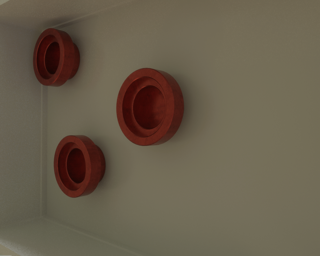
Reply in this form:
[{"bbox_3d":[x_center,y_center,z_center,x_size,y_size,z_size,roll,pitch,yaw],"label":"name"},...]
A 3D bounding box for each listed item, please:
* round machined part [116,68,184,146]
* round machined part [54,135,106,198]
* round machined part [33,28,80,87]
[{"bbox_3d":[-0.008,-0.026,0.403,0.098,0.042,0.097,0,90,40],"label":"round machined part"},{"bbox_3d":[-0.126,0.060,0.500,0.098,0.042,0.097,0,90,40],"label":"round machined part"},{"bbox_3d":[-0.178,-0.121,0.543,0.098,0.042,0.097,0,90,40],"label":"round machined part"}]
